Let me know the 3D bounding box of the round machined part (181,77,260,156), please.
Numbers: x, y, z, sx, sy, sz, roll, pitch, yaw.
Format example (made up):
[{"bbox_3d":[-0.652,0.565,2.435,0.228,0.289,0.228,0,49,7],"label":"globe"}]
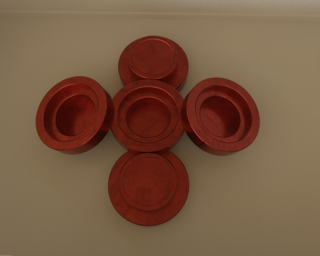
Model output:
[{"bbox_3d":[0.072,-0.011,0.394,0.099,0.042,0.098,6,69,-16],"label":"round machined part"}]

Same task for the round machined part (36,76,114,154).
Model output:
[{"bbox_3d":[-0.103,-0.013,0.394,0.098,0.042,0.098,-6,69,16],"label":"round machined part"}]

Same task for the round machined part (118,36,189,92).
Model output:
[{"bbox_3d":[-0.009,-0.088,0.431,0.099,0.042,0.098,0,70,0],"label":"round machined part"}]

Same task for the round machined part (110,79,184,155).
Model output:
[{"bbox_3d":[-0.015,-0.011,0.402,0.099,0.042,0.098,0,70,0],"label":"round machined part"}]

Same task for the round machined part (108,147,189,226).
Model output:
[{"bbox_3d":[-0.014,0.067,0.374,0.099,0.042,0.098,0,70,0],"label":"round machined part"}]
